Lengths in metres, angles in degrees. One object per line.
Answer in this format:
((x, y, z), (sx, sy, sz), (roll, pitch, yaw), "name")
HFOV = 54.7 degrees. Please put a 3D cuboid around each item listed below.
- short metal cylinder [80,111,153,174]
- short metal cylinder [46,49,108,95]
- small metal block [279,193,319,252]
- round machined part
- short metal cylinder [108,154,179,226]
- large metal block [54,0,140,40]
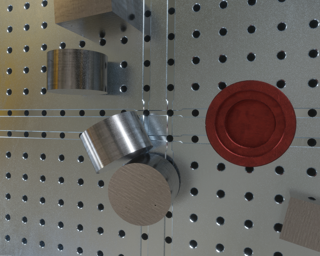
((-0.056, 0.019, 0.403), (0.080, 0.080, 0.050), (-30, 80, 17), "short metal cylinder")
((-0.112, -0.074, 0.423), (0.080, 0.080, 0.050), (0, 90, 20), "short metal cylinder")
((0.168, 0.107, 0.353), (0.050, 0.025, 0.050), (14, 95, 19), "small metal block")
((0.106, -0.005, 0.366), (0.098, 0.042, 0.097), (0, 90, 20), "round machined part")
((-0.019, 0.077, 0.399), (0.080, 0.050, 0.079), (2, 99, 14), "short metal cylinder")
((-0.081, -0.158, 0.412), (0.080, 0.080, 0.050), (-4, 89, 20), "large metal block")
